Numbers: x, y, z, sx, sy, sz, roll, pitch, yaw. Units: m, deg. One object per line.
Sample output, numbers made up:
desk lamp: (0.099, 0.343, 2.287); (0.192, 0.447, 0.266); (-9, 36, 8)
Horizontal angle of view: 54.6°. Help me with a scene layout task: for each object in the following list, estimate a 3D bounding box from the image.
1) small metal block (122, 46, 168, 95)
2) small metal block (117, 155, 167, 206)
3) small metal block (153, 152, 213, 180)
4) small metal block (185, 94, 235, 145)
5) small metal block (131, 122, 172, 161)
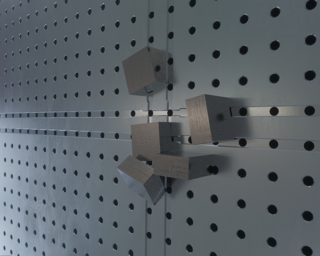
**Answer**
small metal block: (-0.022, -0.077, 0.429); (0.050, 0.025, 0.050); (-21, 77, 38)
small metal block: (-0.024, 0.069, 0.412); (0.050, 0.025, 0.050); (24, 149, 37)
small metal block: (0.028, 0.043, 0.371); (0.050, 0.050, 0.025); (2, 92, 40)
small metal block: (0.057, -0.009, 0.347); (0.025, 0.050, 0.050); (-14, 81, 39)
small metal block: (-0.011, 0.019, 0.420); (0.050, 0.025, 0.050); (-6, 86, 40)
